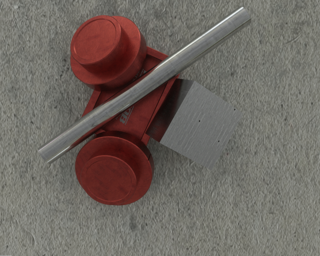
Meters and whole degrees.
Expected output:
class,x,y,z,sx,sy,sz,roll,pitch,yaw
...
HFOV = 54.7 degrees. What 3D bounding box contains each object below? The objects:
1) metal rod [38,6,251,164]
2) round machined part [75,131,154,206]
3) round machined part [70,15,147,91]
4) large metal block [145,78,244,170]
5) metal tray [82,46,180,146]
class,x,y,z,sx,sy,sz,roll,pitch,yaw
metal rod,-0.018,-0.053,0.382,0.301,0.025,0.025,-35,90,0
round machined part,-0.058,0.056,0.385,0.099,0.042,0.097,2,111,6
round machined part,-0.070,-0.098,0.382,0.098,0.042,0.098,-7,68,19
large metal block,0.042,-0.005,0.385,0.080,0.050,0.080,29,89,-25
metal tray,-0.037,-0.043,0.408,0.090,0.030,0.129,25,90,0
